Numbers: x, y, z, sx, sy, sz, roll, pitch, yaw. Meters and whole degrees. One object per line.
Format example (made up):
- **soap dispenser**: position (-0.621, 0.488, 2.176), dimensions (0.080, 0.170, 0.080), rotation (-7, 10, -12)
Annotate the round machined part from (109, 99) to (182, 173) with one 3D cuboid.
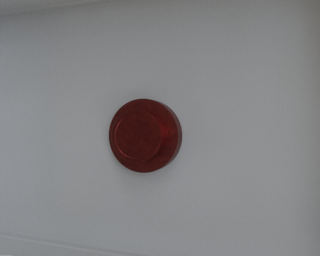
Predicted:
- **round machined part**: position (-0.024, 0.010, 0.405), dimensions (0.098, 0.042, 0.097), rotation (0, 90, 19)
